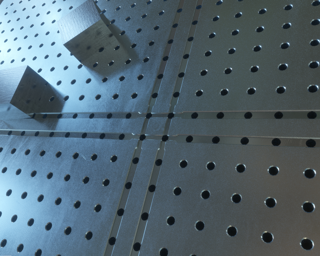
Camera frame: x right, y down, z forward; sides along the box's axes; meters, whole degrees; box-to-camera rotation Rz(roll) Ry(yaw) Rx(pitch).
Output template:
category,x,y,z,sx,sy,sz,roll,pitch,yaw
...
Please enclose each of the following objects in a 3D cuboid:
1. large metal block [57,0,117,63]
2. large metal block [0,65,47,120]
category,x,y,z,sx,sy,sz,roll,pitch,yaw
large metal block,-0.137,-0.181,0.573,0.080,0.050,0.080,-31,52,7
large metal block,-0.268,-0.063,0.568,0.080,0.050,0.080,-2,61,26
